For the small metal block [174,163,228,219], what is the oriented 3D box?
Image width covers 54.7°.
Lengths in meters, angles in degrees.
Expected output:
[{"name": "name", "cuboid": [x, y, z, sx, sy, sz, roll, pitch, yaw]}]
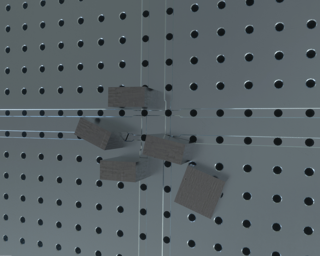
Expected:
[{"name": "small metal block", "cuboid": [0.053, 0.079, 0.394, 0.050, 0.025, 0.050, 22, 97, 18]}]

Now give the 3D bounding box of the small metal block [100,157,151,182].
[{"name": "small metal block", "cuboid": [-0.045, 0.054, 0.414, 0.050, 0.050, 0.025, 1, 91, 19]}]

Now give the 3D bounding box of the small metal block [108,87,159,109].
[{"name": "small metal block", "cuboid": [-0.034, -0.039, 0.410, 0.050, 0.050, 0.025, 2, 91, 19]}]

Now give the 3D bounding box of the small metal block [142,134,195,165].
[{"name": "small metal block", "cuboid": [0.013, 0.026, 0.394, 0.050, 0.050, 0.025, 14, 95, 19]}]

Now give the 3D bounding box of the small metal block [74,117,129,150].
[{"name": "small metal block", "cuboid": [-0.080, 0.007, 0.426, 0.050, 0.050, 0.025, 25, 98, 18]}]
